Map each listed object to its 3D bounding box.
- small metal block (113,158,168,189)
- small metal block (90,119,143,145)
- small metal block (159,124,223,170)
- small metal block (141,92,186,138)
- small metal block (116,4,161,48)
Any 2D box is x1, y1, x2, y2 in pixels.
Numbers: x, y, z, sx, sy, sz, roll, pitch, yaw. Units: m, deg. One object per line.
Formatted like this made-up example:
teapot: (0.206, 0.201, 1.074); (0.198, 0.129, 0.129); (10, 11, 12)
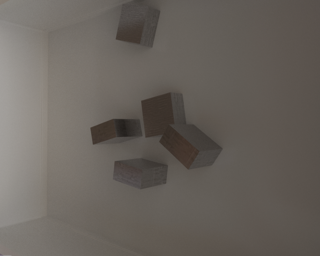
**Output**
small metal block: (-0.026, 0.059, 0.412); (0.050, 0.050, 0.025); (10, 97, 39)
small metal block: (-0.062, 0.006, 0.442); (0.050, 0.050, 0.025); (-17, 79, 39)
small metal block: (0.036, 0.020, 0.361); (0.050, 0.050, 0.025); (43, 116, 31)
small metal block: (0.005, -0.016, 0.403); (0.050, 0.025, 0.050); (-12, 83, 39)
small metal block: (-0.031, -0.143, 0.433); (0.050, 0.025, 0.050); (22, 104, 38)
